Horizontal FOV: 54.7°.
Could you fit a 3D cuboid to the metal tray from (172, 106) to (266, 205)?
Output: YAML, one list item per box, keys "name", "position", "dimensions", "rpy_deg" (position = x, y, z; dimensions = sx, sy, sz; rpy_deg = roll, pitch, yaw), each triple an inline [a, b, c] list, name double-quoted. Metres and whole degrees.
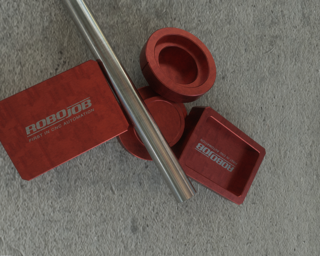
- name: "metal tray"
  position: [0.080, 0.039, 0.426]
  dimensions: [0.130, 0.030, 0.090]
  rpy_deg: [33, 79, -28]

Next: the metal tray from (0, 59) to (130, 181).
- name: "metal tray"
  position: [-0.113, -0.010, 0.355]
  dimensions: [0.131, 0.030, 0.090]
  rpy_deg: [-28, 97, -9]

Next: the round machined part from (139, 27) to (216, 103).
- name: "round machined part"
  position: [0.019, -0.076, 0.397]
  dimensions: [0.099, 0.042, 0.098]
  rpy_deg: [11, 64, -23]

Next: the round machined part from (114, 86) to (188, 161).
- name: "round machined part"
  position: [-0.007, -0.006, 0.399]
  dimensions: [0.099, 0.042, 0.097]
  rpy_deg: [0, 90, -20]

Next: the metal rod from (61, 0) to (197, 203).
- name: "metal rod"
  position: [-0.044, -0.051, 0.358]
  dimensions: [0.025, 0.025, 0.299]
  rpy_deg: [-29, 87, -18]
